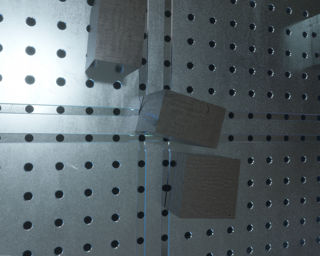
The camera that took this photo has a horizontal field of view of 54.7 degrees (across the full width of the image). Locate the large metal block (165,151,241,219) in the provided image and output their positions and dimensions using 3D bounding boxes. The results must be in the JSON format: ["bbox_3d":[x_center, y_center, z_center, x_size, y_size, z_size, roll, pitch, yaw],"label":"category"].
[{"bbox_3d":[0.058,0.077,0.422,0.081,0.050,0.080,7,88,-20],"label":"large metal block"}]

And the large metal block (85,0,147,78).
[{"bbox_3d":[-0.054,-0.108,0.364,0.050,0.080,0.080,5,88,-20],"label":"large metal block"}]

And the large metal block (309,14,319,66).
[{"bbox_3d":[0.300,-0.148,0.512,0.081,0.050,0.079,-5,92,-20],"label":"large metal block"}]

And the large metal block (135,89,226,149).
[{"bbox_3d":[0.023,-0.010,0.393,0.081,0.080,0.050,16,85,-20],"label":"large metal block"}]
